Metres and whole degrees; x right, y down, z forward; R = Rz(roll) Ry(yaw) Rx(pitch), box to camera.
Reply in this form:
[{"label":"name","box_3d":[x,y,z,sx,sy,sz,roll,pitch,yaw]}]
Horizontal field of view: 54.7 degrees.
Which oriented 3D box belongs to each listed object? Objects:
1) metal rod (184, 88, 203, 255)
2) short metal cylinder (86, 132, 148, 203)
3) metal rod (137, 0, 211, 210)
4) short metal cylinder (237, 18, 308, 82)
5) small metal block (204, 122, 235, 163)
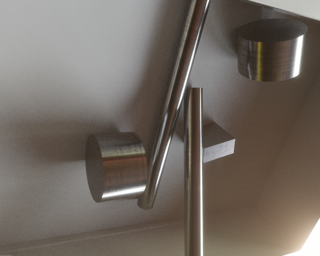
[{"label":"metal rod","box_3d":[0.045,0.097,0.411,0.025,0.025,0.298,-2,93,-28]},{"label":"short metal cylinder","box_3d":[-0.055,0.045,0.373,0.050,0.080,0.079,-4,120,-27]},{"label":"metal rod","box_3d":[0.011,-0.015,0.406,0.025,0.025,0.298,0,119,-29]},{"label":"short metal cylinder","box_3d":[0.139,-0.100,0.390,0.081,0.080,0.050,-22,127,-16]},{"label":"small metal block","box_3d":[0.071,0.020,0.446,0.050,0.050,0.025,-15,125,-20]}]
